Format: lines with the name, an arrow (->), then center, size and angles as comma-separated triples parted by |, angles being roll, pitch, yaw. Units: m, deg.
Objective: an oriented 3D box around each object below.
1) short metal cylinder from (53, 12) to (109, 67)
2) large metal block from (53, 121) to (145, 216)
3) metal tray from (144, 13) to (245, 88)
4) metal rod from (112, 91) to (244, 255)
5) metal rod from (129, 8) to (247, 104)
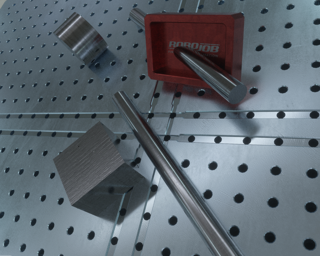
short metal cylinder -> -0.137, -0.152, 0.538 | 0.050, 0.080, 0.080 | -47, 51, -4
large metal block -> -0.081, 0.052, 0.403 | 0.080, 0.050, 0.080 | -39, 51, 1
metal tray -> 0.041, -0.104, 0.409 | 0.130, 0.089, 0.030 | 14, 30, 34
metal rod -> 0.009, 0.048, 0.373 | 0.025, 0.025, 0.300 | -39, 51, 2
metal rod -> 0.021, -0.120, 0.449 | 0.025, 0.025, 0.300 | -39, 45, 1
